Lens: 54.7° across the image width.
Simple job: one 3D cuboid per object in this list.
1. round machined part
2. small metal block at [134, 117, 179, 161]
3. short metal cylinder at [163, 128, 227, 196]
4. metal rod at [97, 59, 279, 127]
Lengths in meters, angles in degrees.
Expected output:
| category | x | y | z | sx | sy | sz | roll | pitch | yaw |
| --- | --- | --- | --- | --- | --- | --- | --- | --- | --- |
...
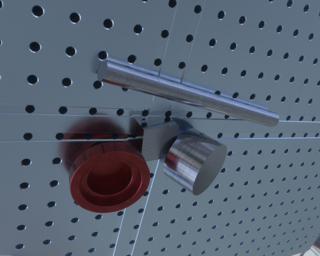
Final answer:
| category | x | y | z | sx | sy | sz | roll | pitch | yaw |
| --- | --- | --- | --- | --- | --- | --- | --- | --- | --- |
| round machined part | -0.065 | 0.058 | 0.396 | 0.099 | 0.042 | 0.097 | -9 | 123 | -14 |
| small metal block | -0.006 | 0.016 | 0.419 | 0.050 | 0.025 | 0.050 | -7 | 122 | -25 |
| short metal cylinder | 0.050 | 0.047 | 0.435 | 0.080 | 0.050 | 0.079 | -38 | 144 | -33 |
| metal rod | 0.060 | -0.038 | 0.422 | 0.302 | 0.025 | 0.025 | 11 | 113 | -34 |
